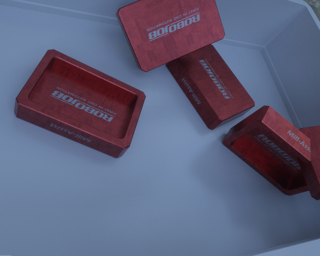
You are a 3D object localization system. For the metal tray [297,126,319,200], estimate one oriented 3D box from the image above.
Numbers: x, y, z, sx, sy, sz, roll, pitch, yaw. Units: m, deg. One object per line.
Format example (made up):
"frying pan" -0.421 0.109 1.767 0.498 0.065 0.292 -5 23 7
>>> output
"metal tray" 0.252 0.038 0.402 0.131 0.030 0.090 -7 61 -2

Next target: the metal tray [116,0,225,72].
"metal tray" 0.016 -0.145 0.433 0.131 0.030 0.090 -25 111 -5

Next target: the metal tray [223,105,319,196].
"metal tray" 0.164 0.036 0.430 0.130 0.090 0.030 39 59 -3

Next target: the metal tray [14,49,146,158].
"metal tray" -0.090 -0.029 0.372 0.131 0.030 0.090 25 53 -14

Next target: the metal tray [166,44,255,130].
"metal tray" 0.080 -0.069 0.490 0.091 0.030 0.130 -23 74 -37
